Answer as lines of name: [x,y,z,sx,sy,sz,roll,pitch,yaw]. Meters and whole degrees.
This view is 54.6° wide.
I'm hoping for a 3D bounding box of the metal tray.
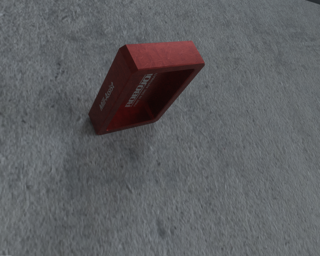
metal tray: [-0.020,-0.042,0.351,0.091,0.129,0.030,-14,69,-34]
